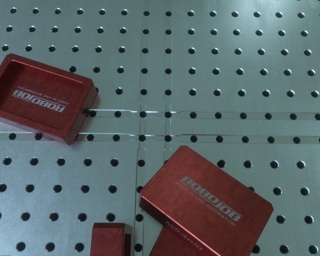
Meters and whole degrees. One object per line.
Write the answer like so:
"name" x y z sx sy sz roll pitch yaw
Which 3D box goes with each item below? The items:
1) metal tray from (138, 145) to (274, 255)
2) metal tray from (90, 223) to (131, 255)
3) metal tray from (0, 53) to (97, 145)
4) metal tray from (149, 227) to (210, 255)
"metal tray" 0.052 0.089 0.358 0.130 0.030 0.090 35 55 15
"metal tray" -0.050 0.166 0.315 0.030 0.090 0.130 1 70 0
"metal tray" -0.164 -0.041 0.421 0.131 0.030 0.090 19 71 6
"metal tray" 0.044 0.179 0.344 0.130 0.030 0.090 25 72 8
